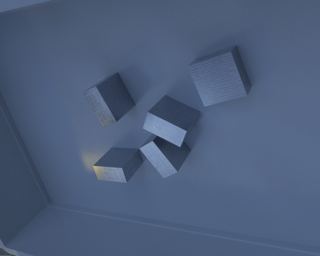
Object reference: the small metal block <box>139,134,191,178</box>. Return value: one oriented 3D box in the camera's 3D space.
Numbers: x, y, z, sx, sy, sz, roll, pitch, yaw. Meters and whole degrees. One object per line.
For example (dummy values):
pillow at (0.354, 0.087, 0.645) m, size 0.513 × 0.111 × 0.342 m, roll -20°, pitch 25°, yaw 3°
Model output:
small metal block at (0.008, 0.028, 0.404) m, size 0.025 × 0.050 × 0.050 m, roll -31°, pitch 101°, yaw 38°

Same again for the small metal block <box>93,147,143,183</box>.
small metal block at (-0.061, 0.053, 0.456) m, size 0.050 × 0.050 × 0.025 m, roll 0°, pitch 119°, yaw 28°

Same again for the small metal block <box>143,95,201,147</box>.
small metal block at (0.015, -0.010, 0.377) m, size 0.050 × 0.050 × 0.025 m, roll 27°, pitch 128°, yaw 11°

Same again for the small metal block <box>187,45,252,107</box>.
small metal block at (0.066, -0.056, 0.339) m, size 0.050 × 0.025 × 0.050 m, roll -13°, pitch 112°, yaw 33°

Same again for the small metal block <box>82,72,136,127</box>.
small metal block at (-0.064, -0.038, 0.402) m, size 0.025 × 0.050 × 0.050 m, roll -17°, pitch 110°, yaw 34°
